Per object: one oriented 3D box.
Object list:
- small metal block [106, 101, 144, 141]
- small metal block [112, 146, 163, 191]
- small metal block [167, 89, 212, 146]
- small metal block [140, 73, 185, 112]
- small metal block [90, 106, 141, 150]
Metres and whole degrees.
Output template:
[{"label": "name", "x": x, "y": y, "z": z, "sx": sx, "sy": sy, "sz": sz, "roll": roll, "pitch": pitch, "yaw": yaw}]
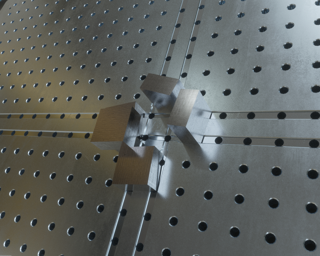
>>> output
[{"label": "small metal block", "x": -0.053, "y": -0.006, "z": 0.441, "sx": 0.050, "sy": 0.025, "sz": 0.050, "roll": -10, "pitch": 57, "yaw": 23}, {"label": "small metal block", "x": -0.028, "y": 0.051, "z": 0.392, "sx": 0.050, "sy": 0.025, "sz": 0.050, "roll": -4, "pitch": 60, "yaw": 26}, {"label": "small metal block", "x": 0.037, "y": -0.013, "z": 0.381, "sx": 0.025, "sy": 0.050, "sz": 0.050, "roll": 8, "pitch": 66, "yaw": 32}, {"label": "small metal block", "x": 0.009, "y": -0.045, "z": 0.416, "sx": 0.050, "sy": 0.050, "sz": 0.025, "roll": 18, "pitch": 72, "yaw": 35}, {"label": "small metal block", "x": -0.057, "y": 0.001, "z": 0.407, "sx": 0.050, "sy": 0.025, "sz": 0.050, "roll": -3, "pitch": 60, "yaw": 27}]
